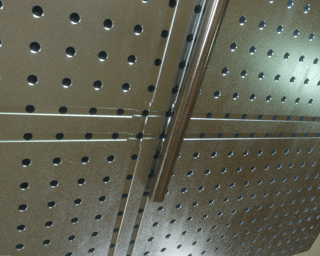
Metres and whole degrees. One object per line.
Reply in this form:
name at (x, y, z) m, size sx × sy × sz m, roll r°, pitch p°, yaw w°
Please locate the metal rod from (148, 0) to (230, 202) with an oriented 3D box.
metal rod at (0.032, -0.025, 0.414) m, size 0.025 × 0.025 × 0.298 m, roll 1°, pitch 118°, yaw -30°
